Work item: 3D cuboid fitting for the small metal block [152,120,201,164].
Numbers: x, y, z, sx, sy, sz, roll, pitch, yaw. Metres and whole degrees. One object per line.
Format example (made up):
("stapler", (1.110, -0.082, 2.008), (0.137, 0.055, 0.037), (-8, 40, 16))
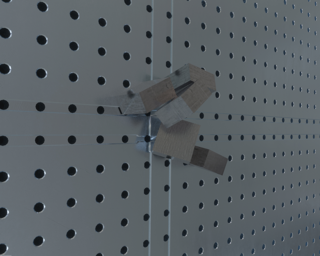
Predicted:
("small metal block", (0.021, 0.015, 0.409), (0.050, 0.025, 0.050), (17, 76, 3))

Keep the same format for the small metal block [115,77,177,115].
("small metal block", (-0.017, -0.039, 0.377), (0.050, 0.050, 0.025), (-33, 110, -35))

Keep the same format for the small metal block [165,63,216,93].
("small metal block", (0.040, -0.059, 0.421), (0.050, 0.050, 0.025), (14, 64, -39))

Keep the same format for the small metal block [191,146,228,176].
("small metal block", (0.058, 0.043, 0.435), (0.050, 0.050, 0.025), (26, 81, -45))

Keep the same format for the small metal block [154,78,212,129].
("small metal block", (0.029, -0.030, 0.383), (0.025, 0.050, 0.050), (52, 47, -7))
